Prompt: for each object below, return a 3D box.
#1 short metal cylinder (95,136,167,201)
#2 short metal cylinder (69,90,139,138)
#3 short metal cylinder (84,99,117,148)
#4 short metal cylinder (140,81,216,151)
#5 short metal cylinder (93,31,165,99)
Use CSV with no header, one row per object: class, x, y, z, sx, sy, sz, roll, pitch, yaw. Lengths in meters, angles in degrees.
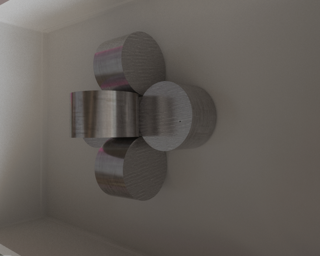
short metal cylinder,-0.036,0.050,0.398,0.050,0.081,0.080,-2,89,39
short metal cylinder,-0.065,-0.014,0.365,0.080,0.081,0.050,-1,89,40
short metal cylinder,-0.073,-0.013,0.449,0.080,0.050,0.080,0,90,40
short metal cylinder,0.020,-0.014,0.372,0.080,0.050,0.080,0,90,40
short metal cylinder,-0.038,-0.079,0.400,0.050,0.081,0.080,-2,89,39
